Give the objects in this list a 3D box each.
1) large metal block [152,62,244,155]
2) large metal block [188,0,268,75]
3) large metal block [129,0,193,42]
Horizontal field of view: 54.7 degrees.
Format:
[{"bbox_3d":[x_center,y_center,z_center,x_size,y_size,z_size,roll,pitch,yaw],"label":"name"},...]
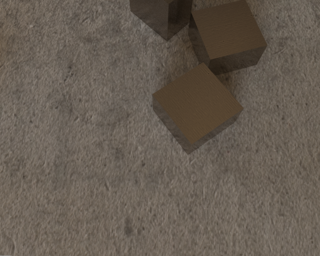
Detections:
[{"bbox_3d":[0.046,-0.025,0.404,0.080,0.050,0.080,-34,74,-12],"label":"large metal block"},{"bbox_3d":[0.093,-0.127,0.442,0.081,0.050,0.080,-15,71,-6],"label":"large metal block"},{"bbox_3d":[0.000,-0.188,0.448,0.080,0.080,0.050,43,75,13],"label":"large metal block"}]
